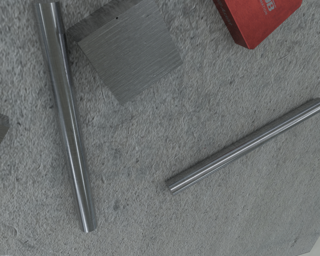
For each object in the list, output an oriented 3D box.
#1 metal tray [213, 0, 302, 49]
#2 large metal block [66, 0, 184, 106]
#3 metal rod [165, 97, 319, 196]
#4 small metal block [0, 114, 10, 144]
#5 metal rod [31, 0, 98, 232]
[{"bbox_3d":[0.107,-0.169,0.359,0.090,0.030,0.130,-43,130,1],"label":"metal tray"},{"bbox_3d":[-0.034,-0.084,0.321,0.080,0.050,0.080,-36,129,-5],"label":"large metal block"},{"bbox_3d":[0.145,0.026,0.504,0.302,0.025,0.025,-27,128,-12],"label":"metal rod"},{"bbox_3d":[-0.187,0.005,0.308,0.050,0.025,0.050,25,104,-37],"label":"small metal block"},{"bbox_3d":[-0.102,0.011,0.358,0.025,0.025,0.298,-14,125,-21],"label":"metal rod"}]
